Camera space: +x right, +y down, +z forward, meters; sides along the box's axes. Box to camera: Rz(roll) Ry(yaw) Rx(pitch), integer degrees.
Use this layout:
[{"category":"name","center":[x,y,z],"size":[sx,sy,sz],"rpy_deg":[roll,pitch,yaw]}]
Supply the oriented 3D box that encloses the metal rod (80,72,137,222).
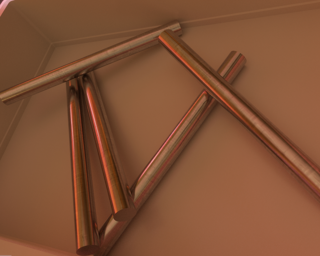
[{"category":"metal rod","center":[-0.084,-0.006,0.433],"size":[0.025,0.025,0.300],"rpy_deg":[-32,46,7]}]

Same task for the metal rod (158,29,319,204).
[{"category":"metal rod","center":[0.088,-0.024,0.349],"size":[0.025,0.025,0.300],"rpy_deg":[-39,59,1]}]

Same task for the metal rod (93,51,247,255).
[{"category":"metal rod","center":[0.014,0.025,0.381],"size":[0.025,0.025,0.300],"rpy_deg":[29,77,37]}]

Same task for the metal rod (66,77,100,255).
[{"category":"metal rod","center":[-0.112,0.025,0.429],"size":[0.025,0.025,0.300],"rpy_deg":[-28,47,10]}]

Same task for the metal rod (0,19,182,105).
[{"category":"metal rod","center":[-0.110,-0.103,0.492],"size":[0.301,0.025,0.025],"rpy_deg":[-22,53,2]}]
